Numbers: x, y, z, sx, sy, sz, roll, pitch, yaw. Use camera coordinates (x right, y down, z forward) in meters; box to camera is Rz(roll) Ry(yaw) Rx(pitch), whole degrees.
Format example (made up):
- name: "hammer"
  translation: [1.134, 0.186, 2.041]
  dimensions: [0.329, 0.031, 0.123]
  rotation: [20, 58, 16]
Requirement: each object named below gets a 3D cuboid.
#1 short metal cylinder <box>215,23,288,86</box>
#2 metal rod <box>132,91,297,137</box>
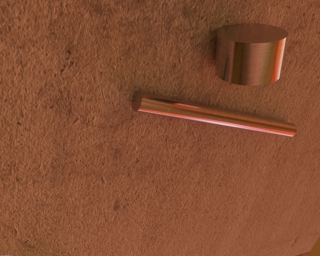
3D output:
- name: "short metal cylinder"
  translation: [0.109, -0.091, 0.376]
  dimensions: [0.081, 0.080, 0.050]
  rotation: [-17, 125, -19]
- name: "metal rod"
  translation: [0.098, -0.014, 0.453]
  dimensions: [0.302, 0.025, 0.025]
  rotation: [8, 114, -32]
